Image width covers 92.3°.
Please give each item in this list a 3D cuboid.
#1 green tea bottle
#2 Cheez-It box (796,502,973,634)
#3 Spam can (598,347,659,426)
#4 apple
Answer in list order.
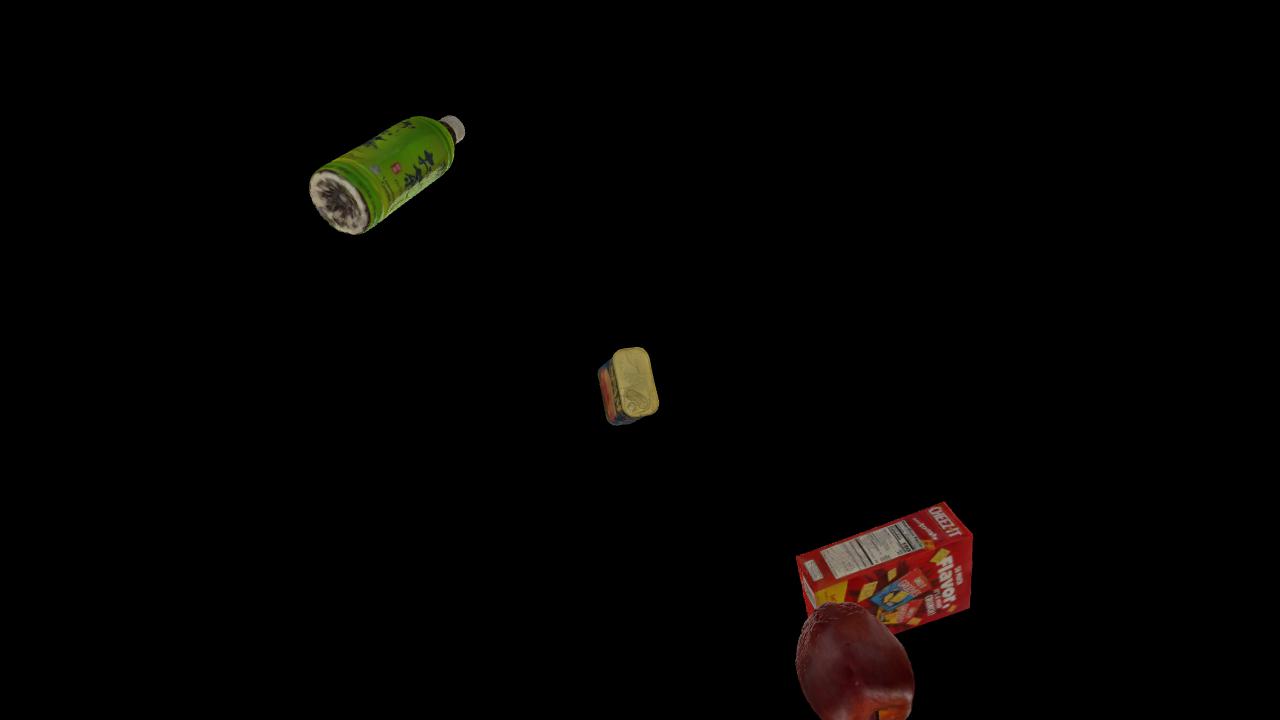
[{"bbox_3d":[-0.256,-0.212,0.660,0.073,0.073,0.212,0,39,21],"label":"green tea bottle"},{"bbox_3d":[0.339,0.306,0.850,0.223,0.166,0.071,-19,34,-1],"label":"Cheez-It box"},{"bbox_3d":[-0.020,0.041,0.909,0.058,0.101,0.085,-6,-13,-23],"label":"Spam can"},{"bbox_3d":[0.154,0.224,0.448,0.079,0.079,0.093,0,31,-9],"label":"apple"}]
